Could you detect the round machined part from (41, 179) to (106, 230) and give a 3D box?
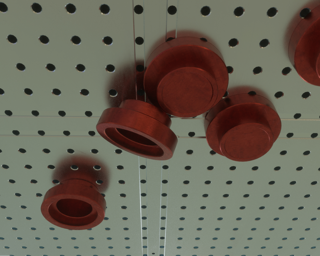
[{"bbox_3d":[-0.136,0.120,0.501,0.099,0.042,0.097,-1,130,0],"label":"round machined part"}]

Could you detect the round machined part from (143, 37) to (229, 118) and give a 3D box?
[{"bbox_3d":[0.030,-0.050,0.358,0.099,0.042,0.097,-1,130,0],"label":"round machined part"}]

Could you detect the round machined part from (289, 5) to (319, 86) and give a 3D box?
[{"bbox_3d":[0.195,-0.085,0.331,0.099,0.042,0.097,-1,130,0],"label":"round machined part"}]

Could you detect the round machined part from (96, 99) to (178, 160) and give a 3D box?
[{"bbox_3d":[-0.024,0.000,0.381,0.098,0.042,0.098,18,158,8],"label":"round machined part"}]

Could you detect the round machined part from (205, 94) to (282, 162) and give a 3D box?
[{"bbox_3d":[0.110,0.007,0.408,0.099,0.042,0.097,-1,130,0],"label":"round machined part"}]
